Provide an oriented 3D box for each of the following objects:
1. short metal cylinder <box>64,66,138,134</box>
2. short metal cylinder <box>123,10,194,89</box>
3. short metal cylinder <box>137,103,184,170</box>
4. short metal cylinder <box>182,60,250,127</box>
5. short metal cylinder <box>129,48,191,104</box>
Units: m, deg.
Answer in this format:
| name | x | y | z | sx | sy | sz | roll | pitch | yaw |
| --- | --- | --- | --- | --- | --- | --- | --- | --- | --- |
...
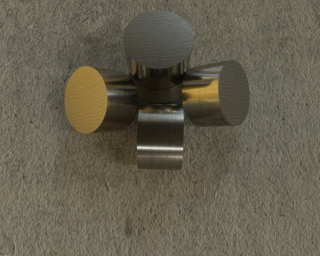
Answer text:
| name | x | y | z | sx | sy | sz | roll | pitch | yaw |
| --- | --- | --- | --- | --- | --- | --- | --- | --- | --- |
| short metal cylinder | -0.074 | -0.034 | 0.386 | 0.080 | 0.050 | 0.079 | 2 | 93 | 38 |
| short metal cylinder | -0.002 | -0.094 | 0.377 | 0.081 | 0.050 | 0.080 | 0 | 70 | 0 |
| short metal cylinder | 0.001 | 0.010 | 0.375 | 0.050 | 0.080 | 0.080 | 2 | 70 | 0 |
| short metal cylinder | 0.072 | -0.042 | 0.390 | 0.050 | 0.080 | 0.080 | -2 | 64 | 41 |
| short metal cylinder | 0.000 | -0.060 | 0.418 | 0.081 | 0.050 | 0.080 | 0 | 70 | 0 |
